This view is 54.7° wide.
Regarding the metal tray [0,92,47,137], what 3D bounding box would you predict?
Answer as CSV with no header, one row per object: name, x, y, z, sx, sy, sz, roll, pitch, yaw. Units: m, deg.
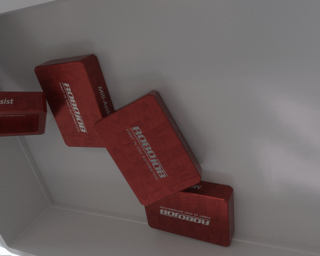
metal tray,-0.231,-0.017,0.435,0.090,0.131,0.030,133,129,-59

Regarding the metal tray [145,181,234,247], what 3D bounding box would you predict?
metal tray,0.041,0.119,0.458,0.130,0.030,0.089,6,121,25

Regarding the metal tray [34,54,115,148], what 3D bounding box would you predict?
metal tray,-0.115,-0.035,0.445,0.090,0.030,0.129,-1,118,28

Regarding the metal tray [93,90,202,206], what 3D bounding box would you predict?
metal tray,-0.014,0.028,0.405,0.090,0.030,0.130,-27,101,15
